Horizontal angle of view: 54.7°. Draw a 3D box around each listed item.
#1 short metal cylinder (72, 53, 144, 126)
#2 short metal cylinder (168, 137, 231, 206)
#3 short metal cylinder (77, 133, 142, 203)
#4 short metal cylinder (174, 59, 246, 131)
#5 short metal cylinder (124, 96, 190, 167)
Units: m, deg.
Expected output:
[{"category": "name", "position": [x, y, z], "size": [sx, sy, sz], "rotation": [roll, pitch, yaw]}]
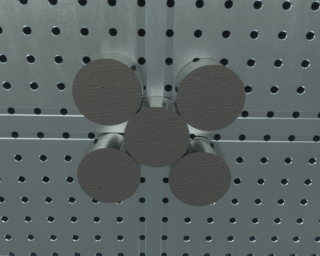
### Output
[{"category": "short metal cylinder", "position": [-0.061, -0.049, 0.381], "size": [0.081, 0.050, 0.079], "rotation": [0, 110, -1]}, {"category": "short metal cylinder", "position": [0.051, 0.058, 0.422], "size": [0.081, 0.050, 0.079], "rotation": [0, 110, -1]}, {"category": "short metal cylinder", "position": [-0.065, 0.053, 0.418], "size": [0.081, 0.050, 0.079], "rotation": [0, 110, -1]}, {"category": "short metal cylinder", "position": [0.059, -0.042, 0.383], "size": [0.081, 0.050, 0.079], "rotation": [0, 110, -1]}, {"category": "short metal cylinder", "position": [-0.004, 0.004, 0.401], "size": [0.081, 0.050, 0.079], "rotation": [0, 110, -1]}]
